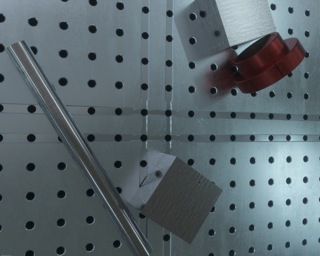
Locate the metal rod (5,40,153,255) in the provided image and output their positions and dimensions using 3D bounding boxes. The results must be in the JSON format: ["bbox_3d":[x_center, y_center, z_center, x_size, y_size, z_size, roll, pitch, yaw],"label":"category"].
[{"bbox_3d":[-0.092,0.035,0.378,0.025,0.025,0.299,-32,101,-17],"label":"metal rod"}]

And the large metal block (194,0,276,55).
[{"bbox_3d":[0.106,-0.158,0.438,0.081,0.050,0.080,-22,98,-19],"label":"large metal block"}]

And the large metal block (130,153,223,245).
[{"bbox_3d":[0.021,0.090,0.407,0.080,0.050,0.080,37,78,-16],"label":"large metal block"}]

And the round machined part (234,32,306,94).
[{"bbox_3d":[0.143,-0.094,0.426,0.098,0.098,0.042,-43,104,-15],"label":"round machined part"}]
